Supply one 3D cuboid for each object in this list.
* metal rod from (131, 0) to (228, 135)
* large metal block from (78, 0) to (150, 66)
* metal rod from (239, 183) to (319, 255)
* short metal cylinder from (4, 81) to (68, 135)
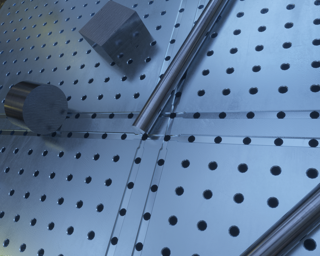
[{"bbox_3d":[0.046,-0.121,0.458,0.025,0.025,0.300,20,72,35],"label":"metal rod"},{"bbox_3d":[-0.080,-0.166,0.536,0.080,0.050,0.080,-48,51,-5],"label":"large metal block"},{"bbox_3d":[0.067,0.142,0.285,0.300,0.025,0.025,-42,51,-1],"label":"metal rod"},{"bbox_3d":[-0.197,-0.034,0.498,0.050,0.080,0.080,14,69,34],"label":"short metal cylinder"}]
